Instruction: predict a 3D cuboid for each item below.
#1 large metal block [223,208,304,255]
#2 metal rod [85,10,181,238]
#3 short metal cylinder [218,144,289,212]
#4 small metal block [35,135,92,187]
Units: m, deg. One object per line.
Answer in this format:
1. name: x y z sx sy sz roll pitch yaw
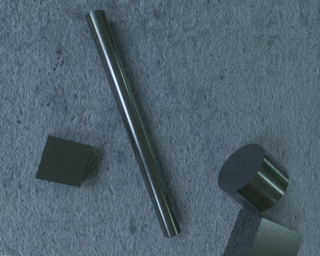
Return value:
1. large metal block: 0.150 0.175 0.453 0.080 0.050 0.080 26 81 -19
2. metal rod: -0.031 0.000 0.398 0.025 0.025 0.298 -21 97 -19
3. short metal cylinder: 0.127 0.068 0.429 0.050 0.080 0.080 40 77 -16
4. small metal block: -0.114 0.039 0.367 0.050 0.025 0.050 16 84 -20
